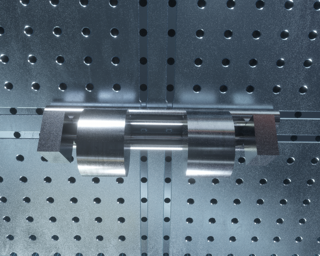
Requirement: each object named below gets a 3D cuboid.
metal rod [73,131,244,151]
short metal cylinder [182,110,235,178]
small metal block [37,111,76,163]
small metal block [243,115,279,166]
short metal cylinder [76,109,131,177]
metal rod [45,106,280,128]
[{"bbox_3d":[0.000,0.018,0.420,0.302,0.025,0.025,1,110,-1],"label":"metal rod"},{"bbox_3d":[0.055,0.019,0.368,0.050,0.080,0.079,1,110,0],"label":"short metal cylinder"},{"bbox_3d":[-0.125,0.013,0.380,0.025,0.050,0.050,1,68,0],"label":"small metal block"},{"bbox_3d":[0.123,0.016,0.383,0.025,0.050,0.050,1,69,0],"label":"small metal block"},{"bbox_3d":[-0.063,0.017,0.366,0.050,0.080,0.079,1,110,0],"label":"short metal cylinder"},{"bbox_3d":[0.003,-0.015,0.408,0.302,0.025,0.025,1,110,-1],"label":"metal rod"}]
